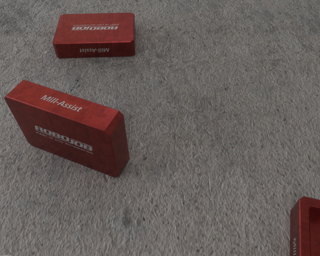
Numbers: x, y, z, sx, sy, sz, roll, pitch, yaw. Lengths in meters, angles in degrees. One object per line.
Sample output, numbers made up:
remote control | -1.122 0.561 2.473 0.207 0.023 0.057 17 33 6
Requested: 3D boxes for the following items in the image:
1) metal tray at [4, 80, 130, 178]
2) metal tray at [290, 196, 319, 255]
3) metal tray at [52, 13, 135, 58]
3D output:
metal tray | -0.103 0.002 0.357 0.130 0.090 0.030 18 53 14
metal tray | 0.171 0.136 0.286 0.090 0.030 0.130 12 51 10
metal tray | -0.109 -0.161 0.535 0.131 0.030 0.090 -2 50 -2
